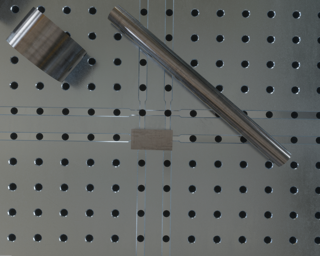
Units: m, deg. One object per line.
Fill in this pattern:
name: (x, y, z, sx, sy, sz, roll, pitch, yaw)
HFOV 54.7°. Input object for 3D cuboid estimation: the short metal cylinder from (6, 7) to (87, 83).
short metal cylinder: (-0.138, -0.102, 0.384, 0.080, 0.080, 0.050, 40, 90, -1)

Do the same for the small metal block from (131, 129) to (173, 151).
small metal block: (-0.010, 0.014, 0.401, 0.050, 0.050, 0.025, 2, 90, -1)

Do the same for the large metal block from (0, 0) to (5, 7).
large metal block: (-0.236, -0.208, 0.398, 0.080, 0.050, 0.080, 37, 90, -1)

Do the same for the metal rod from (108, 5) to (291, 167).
metal rod: (0.053, -0.056, 0.414, 0.300, 0.025, 0.025, 41, 90, -1)
